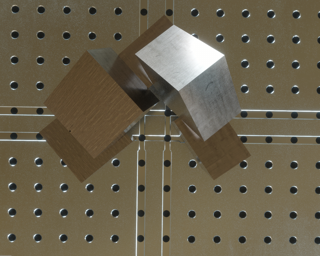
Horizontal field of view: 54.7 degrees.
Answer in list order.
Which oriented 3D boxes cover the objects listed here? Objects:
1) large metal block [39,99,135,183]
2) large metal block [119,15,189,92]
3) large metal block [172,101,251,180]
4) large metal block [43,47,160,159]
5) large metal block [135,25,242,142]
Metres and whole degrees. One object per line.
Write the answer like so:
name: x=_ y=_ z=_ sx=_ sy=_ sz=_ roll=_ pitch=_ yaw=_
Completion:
large metal block: x=-0.090 y=0.011 z=0.399 sx=0.080 sy=0.050 sz=0.080 roll=-39 pitch=91 yaw=0
large metal block: x=-0.009 y=-0.082 z=0.384 sx=0.080 sy=0.080 sz=0.050 roll=-41 pitch=91 yaw=0
large metal block: x=0.058 y=0.011 z=0.385 sx=0.050 sy=0.080 sz=0.080 roll=-34 pitch=90 yaw=0
large metal block: x=-0.062 y=-0.028 z=0.334 sx=0.080 sy=0.050 sz=0.080 roll=-42 pitch=91 yaw=25
large metal block: x=0.030 y=-0.046 z=0.315 sx=0.050 sy=0.080 sz=0.080 roll=-39 pitch=48 yaw=-5
